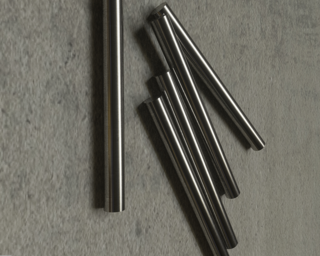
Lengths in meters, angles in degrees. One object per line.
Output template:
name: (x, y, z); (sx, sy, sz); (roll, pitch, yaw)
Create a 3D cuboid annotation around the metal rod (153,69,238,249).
metal rod: (0.058, 0.058, 0.456); (0.025, 0.025, 0.299); (-37, 113, -34)

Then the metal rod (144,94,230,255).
metal rod: (0.048, 0.091, 0.447); (0.025, 0.025, 0.299); (-37, 113, -34)

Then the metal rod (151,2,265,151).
metal rod: (0.088, -0.063, 0.480); (0.300, 0.025, 0.025); (46, 62, -30)

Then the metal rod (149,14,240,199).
metal rod: (0.059, -0.015, 0.448); (0.025, 0.025, 0.299); (-42, 118, -32)

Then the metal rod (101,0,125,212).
metal rod: (-0.054, -0.054, 0.360); (0.025, 0.025, 0.298); (-1, 91, -40)
